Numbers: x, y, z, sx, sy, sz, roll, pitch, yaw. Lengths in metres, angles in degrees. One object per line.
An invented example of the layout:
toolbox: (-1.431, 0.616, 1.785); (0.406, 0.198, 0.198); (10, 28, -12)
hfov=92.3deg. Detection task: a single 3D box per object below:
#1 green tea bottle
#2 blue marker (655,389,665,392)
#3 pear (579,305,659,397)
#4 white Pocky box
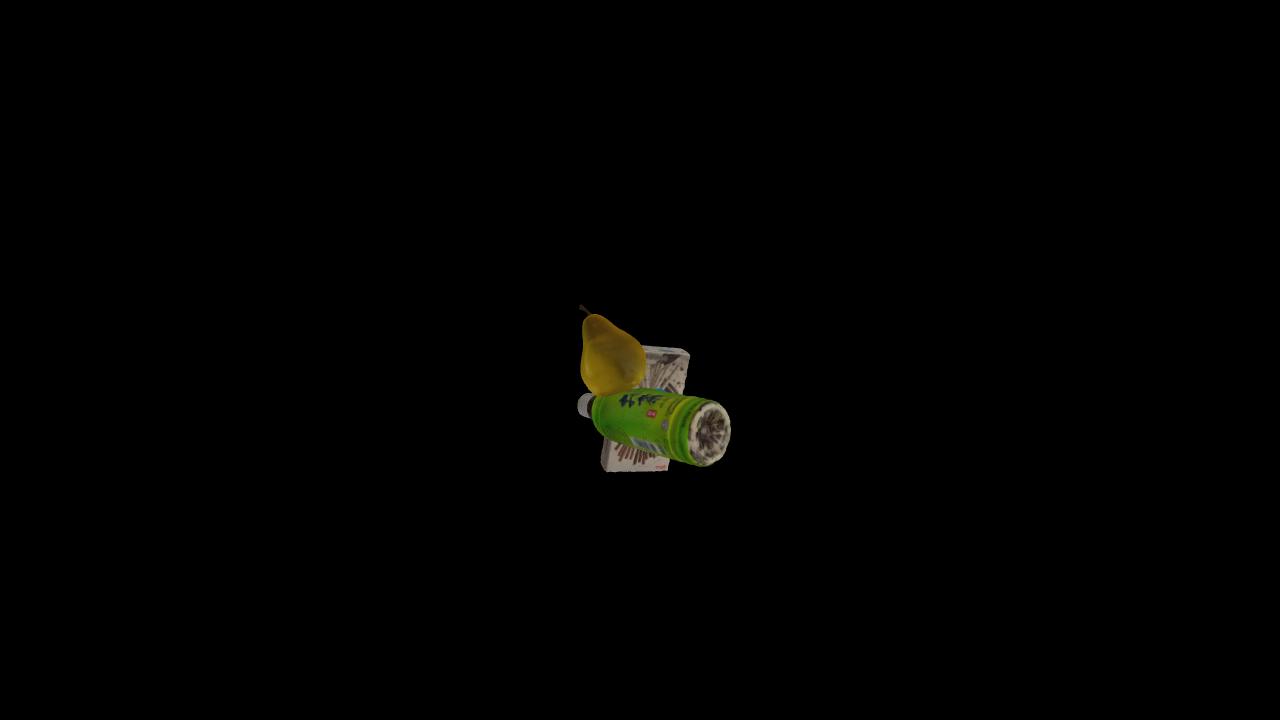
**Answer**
green tea bottle: (0.002, 0.066, 0.696); (0.073, 0.073, 0.212); (0, 4, -44)
blue marker: (-0.002, 0.012, 0.732); (0.020, 0.121, 0.020); (-33, -22, -15)
pear: (-0.037, -0.017, 0.685); (0.080, 0.111, 0.080); (-18, -6, -2)
white Pocky box: (0.005, 0.059, 0.731); (0.084, 0.154, 0.028); (3, 16, -22)
